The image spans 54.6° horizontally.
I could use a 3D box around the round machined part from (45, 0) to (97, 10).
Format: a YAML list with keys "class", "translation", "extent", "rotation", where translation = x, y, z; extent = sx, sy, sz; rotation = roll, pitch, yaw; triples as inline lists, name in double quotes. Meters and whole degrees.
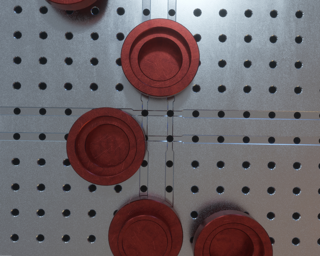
- class: "round machined part"
  translation: [-0.116, -0.202, 0.404]
  extent: [0.099, 0.042, 0.097]
  rotation: [0, 90, 0]

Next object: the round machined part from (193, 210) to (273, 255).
- class: "round machined part"
  translation: [0.092, 0.156, 0.406]
  extent: [0.099, 0.042, 0.097]
  rotation: [0, 90, 0]

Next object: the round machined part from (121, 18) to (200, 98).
- class: "round machined part"
  translation: [0.000, -0.087, 0.405]
  extent: [0.099, 0.042, 0.097]
  rotation: [0, 90, 0]

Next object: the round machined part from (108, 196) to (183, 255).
- class: "round machined part"
  translation: [-0.019, 0.142, 0.405]
  extent: [0.099, 0.042, 0.097]
  rotation: [0, 90, 0]

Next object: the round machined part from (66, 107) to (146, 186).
- class: "round machined part"
  translation: [-0.067, 0.023, 0.404]
  extent: [0.099, 0.042, 0.097]
  rotation: [0, 90, 0]
